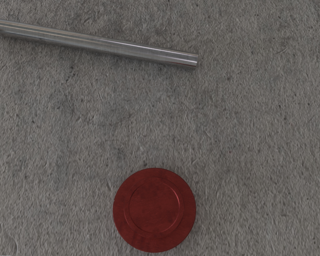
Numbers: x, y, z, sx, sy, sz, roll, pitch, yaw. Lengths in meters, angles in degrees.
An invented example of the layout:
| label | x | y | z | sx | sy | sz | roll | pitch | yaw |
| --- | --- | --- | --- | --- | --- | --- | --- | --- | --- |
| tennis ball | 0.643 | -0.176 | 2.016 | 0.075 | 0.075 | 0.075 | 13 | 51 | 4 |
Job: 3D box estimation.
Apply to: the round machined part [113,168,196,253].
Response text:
| label | x | y | z | sx | sy | sz | roll | pitch | yaw |
| --- | --- | --- | --- | --- | --- | --- | --- | --- | --- |
| round machined part | -0.007 | 0.094 | 0.364 | 0.099 | 0.042 | 0.098 | 0 | 70 | 0 |

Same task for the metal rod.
| label | x | y | z | sx | sy | sz | roll | pitch | yaw |
| --- | --- | --- | --- | --- | --- | --- | --- | --- | --- |
| metal rod | -0.095 | -0.122 | 0.451 | 0.302 | 0.025 | 0.025 | 11 | 71 | 4 |
